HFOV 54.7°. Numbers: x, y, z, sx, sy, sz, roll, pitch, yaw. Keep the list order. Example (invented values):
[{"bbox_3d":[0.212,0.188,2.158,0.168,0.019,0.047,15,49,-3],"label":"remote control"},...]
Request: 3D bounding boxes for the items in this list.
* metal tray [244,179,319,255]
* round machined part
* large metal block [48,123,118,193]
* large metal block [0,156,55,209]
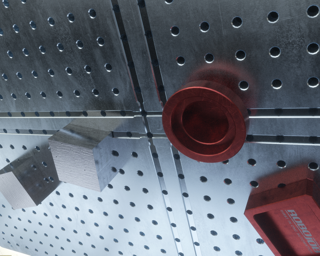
[{"bbox_3d":[0.181,0.134,0.395,0.090,0.030,0.130,-30,102,37],"label":"metal tray"},{"bbox_3d":[0.055,-0.011,0.364,0.098,0.042,0.097,13,124,21],"label":"round machined part"},{"bbox_3d":[-0.118,0.045,0.486,0.080,0.050,0.079,10,123,22],"label":"large metal block"},{"bbox_3d":[-0.267,0.108,0.603,0.080,0.050,0.080,-16,110,34],"label":"large metal block"}]
